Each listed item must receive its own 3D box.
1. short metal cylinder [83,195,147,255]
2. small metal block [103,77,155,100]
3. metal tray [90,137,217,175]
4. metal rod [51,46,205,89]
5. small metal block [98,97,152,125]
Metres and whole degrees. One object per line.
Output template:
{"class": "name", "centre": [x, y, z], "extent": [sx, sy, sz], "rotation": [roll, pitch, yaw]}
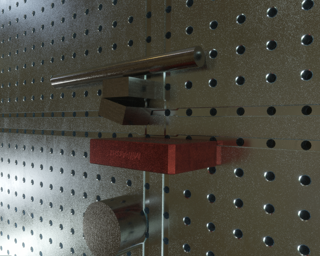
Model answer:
{"class": "short metal cylinder", "centre": [-0.065, 0.141, 0.445], "extent": [0.080, 0.050, 0.079], "rotation": [0, 90, 39]}
{"class": "small metal block", "centre": [-0.043, -0.053, 0.426], "extent": [0.050, 0.050, 0.025], "rotation": [2, 91, 39]}
{"class": "metal tray", "centre": [-0.010, 0.029, 0.373], "extent": [0.130, 0.091, 0.030], "rotation": [1, 91, 39]}
{"class": "metal rod", "centre": [-0.069, -0.084, 0.463], "extent": [0.300, 0.025, 0.025], "rotation": [-1, 90, 39]}
{"class": "small metal block", "centre": [-0.048, -0.023, 0.431], "extent": [0.050, 0.050, 0.025], "rotation": [21, 104, 37]}
